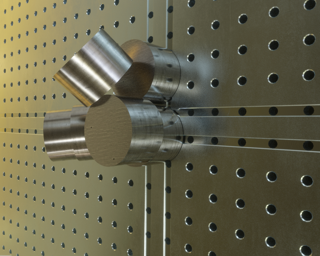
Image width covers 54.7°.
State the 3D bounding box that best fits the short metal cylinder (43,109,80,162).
[{"bbox_3d":[-0.143,0.010,0.483,0.050,0.080,0.080,-6,85,-2],"label":"short metal cylinder"}]

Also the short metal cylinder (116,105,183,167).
[{"bbox_3d":[-0.017,0.009,0.406,0.080,0.050,0.080,0,90,40],"label":"short metal cylinder"}]

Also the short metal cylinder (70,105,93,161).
[{"bbox_3d":[-0.091,0.005,0.439,0.050,0.080,0.080,-5,86,-2],"label":"short metal cylinder"}]

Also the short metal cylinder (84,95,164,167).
[{"bbox_3d":[-0.043,0.003,0.361,0.080,0.050,0.080,0,90,40],"label":"short metal cylinder"}]

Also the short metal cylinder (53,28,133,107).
[{"bbox_3d":[-0.078,-0.070,0.364,0.080,0.080,0.050,-30,115,36],"label":"short metal cylinder"}]

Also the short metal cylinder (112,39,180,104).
[{"bbox_3d":[-0.020,-0.072,0.409,0.080,0.050,0.079,0,90,40],"label":"short metal cylinder"}]
